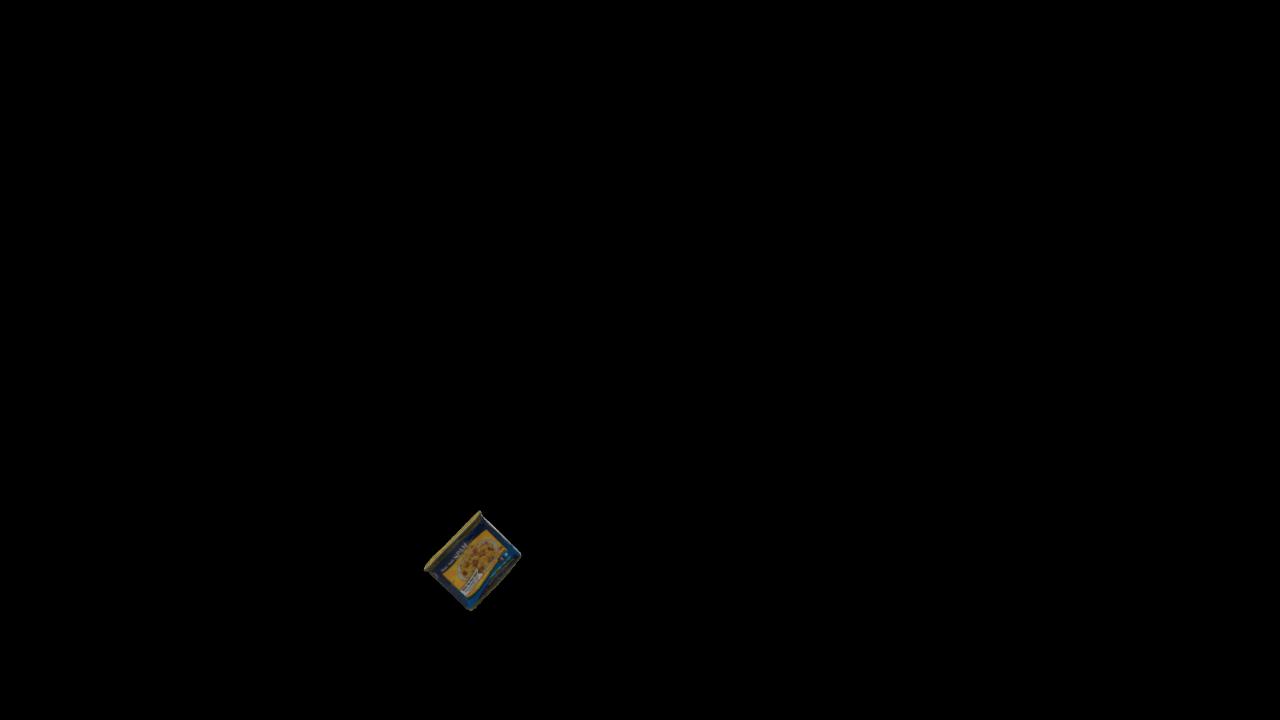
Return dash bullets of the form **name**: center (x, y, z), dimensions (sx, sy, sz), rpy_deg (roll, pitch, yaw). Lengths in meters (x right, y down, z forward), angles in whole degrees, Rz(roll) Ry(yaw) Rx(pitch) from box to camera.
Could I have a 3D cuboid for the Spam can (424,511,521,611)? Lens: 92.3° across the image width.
- **Spam can**: center (-0.224, 0.272, 0.834), dimensions (0.101, 0.085, 0.058), rpy_deg (-46, 6, -15)
